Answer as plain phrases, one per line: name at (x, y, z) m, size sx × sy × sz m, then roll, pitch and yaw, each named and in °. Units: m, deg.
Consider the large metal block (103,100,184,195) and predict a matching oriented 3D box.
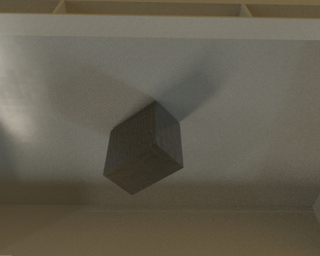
large metal block at (-0.020, 0.025, 0.390) m, size 0.080 × 0.080 × 0.050 m, roll -32°, pitch 123°, yaw 24°
